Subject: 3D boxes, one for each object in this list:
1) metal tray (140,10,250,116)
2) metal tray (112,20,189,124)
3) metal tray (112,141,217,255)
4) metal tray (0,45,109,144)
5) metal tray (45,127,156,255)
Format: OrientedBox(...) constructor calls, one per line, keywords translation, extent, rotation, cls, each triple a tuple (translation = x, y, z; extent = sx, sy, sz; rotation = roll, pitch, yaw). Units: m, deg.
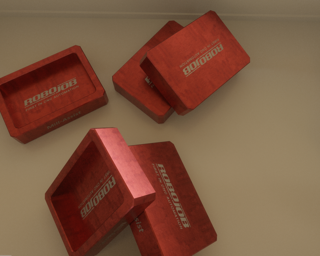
OrientedBox(translation=(0.050, -0.088, 0.412), extent=(0.131, 0.030, 0.090), rotation=(-40, 93, -25), cls="metal tray")
OrientedBox(translation=(0.009, -0.081, 0.437), extent=(0.090, 0.030, 0.130), rotation=(38, 74, 12), cls="metal tray")
OrientedBox(translation=(0.003, 0.081, 0.349), extent=(0.091, 0.030, 0.130), rotation=(-4, 62, -48), cls="metal tray")
OrientedBox(translation=(-0.149, -0.047, 0.422), extent=(0.131, 0.030, 0.090), rotation=(-28, 73, -10), cls="metal tray")
OrientedBox(translation=(-0.070, 0.072, 0.329), extent=(0.030, 0.129, 0.090), rotation=(-3, 52, -49), cls="metal tray")
